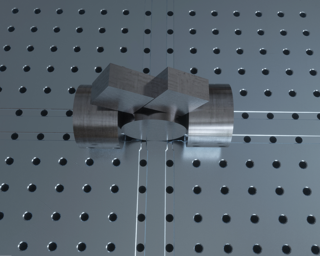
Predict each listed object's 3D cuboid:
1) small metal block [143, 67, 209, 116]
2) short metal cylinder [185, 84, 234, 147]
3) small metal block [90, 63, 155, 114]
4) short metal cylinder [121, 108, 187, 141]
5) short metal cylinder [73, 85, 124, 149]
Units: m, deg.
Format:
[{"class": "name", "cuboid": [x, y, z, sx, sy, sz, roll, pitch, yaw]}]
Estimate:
[{"class": "small metal block", "cuboid": [0.017, -0.037, 0.330, 0.050, 0.050, 0.025, 12, 67, -29]}, {"class": "short metal cylinder", "cuboid": [0.059, -0.015, 0.388, 0.050, 0.080, 0.080, 0, 70, 1]}, {"class": "small metal block", "cuboid": [-0.040, -0.040, 0.326, 0.050, 0.050, 0.025, 12, 67, -29]}, {"class": "short metal cylinder", "cuboid": [-0.007, -0.019, 0.389, 0.081, 0.080, 0.050, 1, 70, 0]}, {"class": "short metal cylinder", "cuboid": [-0.072, -0.014, 0.386, 0.050, 0.080, 0.080, 1, 70, 1]}]
